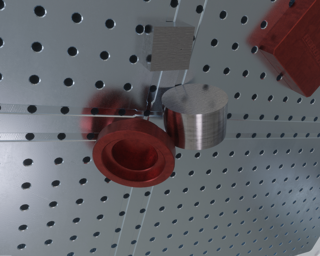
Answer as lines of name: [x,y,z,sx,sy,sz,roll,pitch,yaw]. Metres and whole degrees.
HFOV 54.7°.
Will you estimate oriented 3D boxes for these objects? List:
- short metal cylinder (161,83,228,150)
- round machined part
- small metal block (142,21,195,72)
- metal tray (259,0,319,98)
short metal cylinder: [0.044,-0.016,0.390,0.081,0.080,0.050,-17,125,-19]
round machined part: [-0.030,0.026,0.382,0.099,0.042,0.097,3,131,4]
small metal block: [0.009,-0.094,0.358,0.050,0.025,0.050,-8,122,-25]
metal tray: [0.213,-0.114,0.454,0.130,0.030,0.090,32,100,-38]
